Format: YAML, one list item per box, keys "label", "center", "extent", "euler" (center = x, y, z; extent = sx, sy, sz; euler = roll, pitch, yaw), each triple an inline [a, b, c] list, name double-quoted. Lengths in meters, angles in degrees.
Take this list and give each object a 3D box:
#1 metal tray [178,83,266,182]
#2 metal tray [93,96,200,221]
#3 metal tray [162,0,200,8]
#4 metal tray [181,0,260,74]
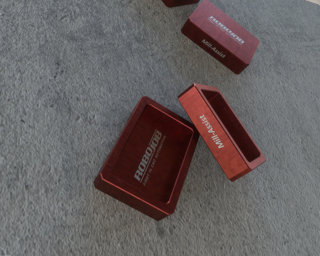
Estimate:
- label: "metal tray"
  center: [0.086, 0.002, 0.421]
  extent: [0.091, 0.030, 0.130]
  euler: [-6, 62, -60]
- label: "metal tray"
  center: [-0.010, 0.032, 0.374]
  extent: [0.090, 0.030, 0.130]
  euler: [31, 52, -9]
- label: "metal tray"
  center: [0.016, -0.290, 0.585]
  extent: [0.091, 0.030, 0.130]
  euler: [-26, 76, -37]
- label: "metal tray"
  center: [0.112, -0.166, 0.562]
  extent: [0.130, 0.030, 0.090]
  euler: [36, 51, -4]
